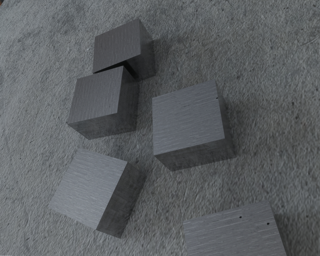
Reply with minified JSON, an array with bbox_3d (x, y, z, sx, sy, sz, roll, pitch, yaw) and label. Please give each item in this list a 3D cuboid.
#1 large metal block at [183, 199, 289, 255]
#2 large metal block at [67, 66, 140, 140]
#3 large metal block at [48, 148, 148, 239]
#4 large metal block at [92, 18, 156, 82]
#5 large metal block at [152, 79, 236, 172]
[{"bbox_3d":[0.073,0.119,0.277,0.080,0.050,0.080,-20,54,16],"label":"large metal block"},{"bbox_3d":[-0.079,-0.035,0.451,0.080,0.050,0.080,-11,57,22],"label":"large metal block"},{"bbox_3d":[-0.075,0.078,0.379,0.080,0.050,0.080,11,67,33],"label":"large metal block"},{"bbox_3d":[-0.056,-0.114,0.487,0.080,0.050,0.080,-17,55,18],"label":"large metal block"},{"bbox_3d":[0.039,-0.002,0.368,0.080,0.050,0.080,-15,56,19],"label":"large metal block"}]
